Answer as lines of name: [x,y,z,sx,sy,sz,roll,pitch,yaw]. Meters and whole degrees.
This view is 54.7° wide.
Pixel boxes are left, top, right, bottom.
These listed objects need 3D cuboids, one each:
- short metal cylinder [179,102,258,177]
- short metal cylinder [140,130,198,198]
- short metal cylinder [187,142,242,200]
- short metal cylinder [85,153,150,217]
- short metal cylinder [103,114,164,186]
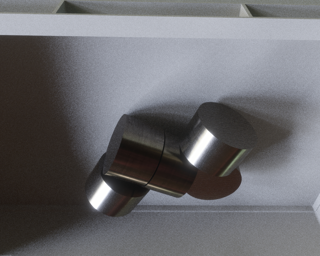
short metal cylinder: [0.071,0.013,0.383,0.081,0.080,0.050,18,128,-15]
short metal cylinder: [0.011,0.047,0.412,0.050,0.080,0.079,21,127,-17]
short metal cylinder: [0.071,0.058,0.440,0.081,0.050,0.079,0,130,0]
short metal cylinder: [-0.058,0.076,0.435,0.080,0.080,0.050,23,126,-19]
short metal cylinder: [-0.035,0.028,0.394,0.050,0.080,0.079,20,127,-17]
